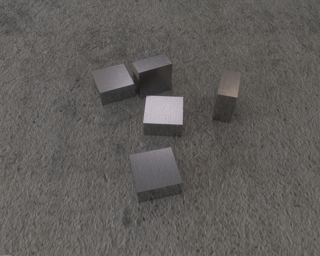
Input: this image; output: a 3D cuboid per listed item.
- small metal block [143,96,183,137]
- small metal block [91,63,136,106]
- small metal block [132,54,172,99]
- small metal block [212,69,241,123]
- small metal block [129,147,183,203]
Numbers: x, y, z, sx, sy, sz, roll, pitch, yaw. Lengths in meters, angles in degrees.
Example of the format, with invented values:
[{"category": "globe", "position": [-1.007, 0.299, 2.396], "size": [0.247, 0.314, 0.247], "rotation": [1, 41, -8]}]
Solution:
[{"category": "small metal block", "position": [0.005, -0.016, 0.417], "size": [0.050, 0.025, 0.050], "rotation": [3, 50, 2]}, {"category": "small metal block", "position": [-0.069, -0.065, 0.457], "size": [0.050, 0.025, 0.050], "rotation": [-17, 52, -14]}, {"category": "small metal block", "position": [-0.011, -0.075, 0.449], "size": [0.050, 0.050, 0.025], "rotation": [-19, 53, -15]}, {"category": "small metal block", "position": [0.091, -0.043, 0.424], "size": [0.025, 0.050, 0.050], "rotation": [12, 51, 10]}, {"category": "small metal block", "position": [-0.006, 0.054, 0.358], "size": [0.050, 0.025, 0.050], "rotation": [-10, 51, -9]}]
